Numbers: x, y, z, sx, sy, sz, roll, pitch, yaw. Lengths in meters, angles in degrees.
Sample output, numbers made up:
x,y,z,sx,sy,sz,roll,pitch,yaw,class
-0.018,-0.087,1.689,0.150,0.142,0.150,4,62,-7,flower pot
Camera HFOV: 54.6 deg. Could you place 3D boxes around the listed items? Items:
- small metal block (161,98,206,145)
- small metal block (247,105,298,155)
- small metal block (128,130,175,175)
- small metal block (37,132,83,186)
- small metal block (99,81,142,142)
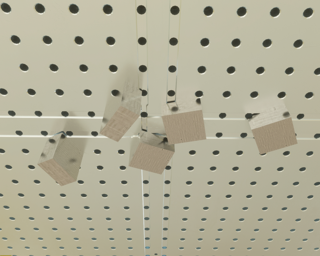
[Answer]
x,y,z,sx,sy,sz,roll,pitch,yaw,class
0.032,-0.008,0.405,0.050,0.025,0.050,-9,130,7,small metal block
0.151,0.004,0.416,0.050,0.025,0.050,-19,128,15,small metal block
-0.012,0.036,0.442,0.050,0.025,0.050,17,128,-14,small metal block
-0.137,0.044,0.431,0.025,0.050,0.050,-20,127,16,small metal block
-0.047,-0.020,0.378,0.025,0.050,0.050,28,125,-22,small metal block
